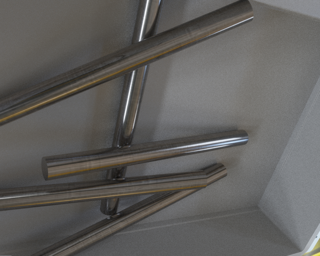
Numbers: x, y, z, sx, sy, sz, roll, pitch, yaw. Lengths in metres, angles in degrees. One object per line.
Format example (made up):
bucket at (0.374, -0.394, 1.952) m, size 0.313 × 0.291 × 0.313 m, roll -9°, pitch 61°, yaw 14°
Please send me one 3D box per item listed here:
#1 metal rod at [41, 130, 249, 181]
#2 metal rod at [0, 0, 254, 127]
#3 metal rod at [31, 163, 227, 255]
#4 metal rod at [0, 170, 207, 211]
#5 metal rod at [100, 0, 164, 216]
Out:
metal rod at (0.006, 0.028, 0.403) m, size 0.303 × 0.025 × 0.025 m, roll -6°, pitch 122°, yaw -34°
metal rod at (-0.046, -0.064, 0.317) m, size 0.301 × 0.025 × 0.025 m, roll -24°, pitch 128°, yaw -4°
metal rod at (-0.027, 0.119, 0.444) m, size 0.302 × 0.025 × 0.025 m, roll -21°, pitch 127°, yaw -24°
metal rod at (-0.084, 0.078, 0.383) m, size 0.302 × 0.025 × 0.025 m, roll -3°, pitch 120°, yaw -18°
metal rod at (-0.039, -0.015, 0.377) m, size 0.025 × 0.025 × 0.298 m, roll 0°, pitch 118°, yaw -29°
